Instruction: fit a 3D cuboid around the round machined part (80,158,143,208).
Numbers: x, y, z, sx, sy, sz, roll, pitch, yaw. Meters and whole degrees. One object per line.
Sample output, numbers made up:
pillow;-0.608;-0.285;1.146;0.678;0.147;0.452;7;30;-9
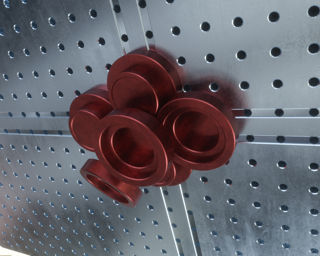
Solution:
round machined part;-0.067;0.075;0.466;0.098;0.042;0.098;26;154;14

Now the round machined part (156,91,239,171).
round machined part;0.047;0.000;0.375;0.098;0.042;0.097;13;124;21

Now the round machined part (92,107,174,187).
round machined part;-0.028;0.019;0.372;0.098;0.042;0.097;13;124;21

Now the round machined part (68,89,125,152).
round machined part;-0.091;-0.004;0.447;0.098;0.042;0.097;13;124;21

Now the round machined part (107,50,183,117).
round machined part;-0.025;-0.044;0.387;0.098;0.042;0.097;13;124;21

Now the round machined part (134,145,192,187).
round machined part;-0.003;0.042;0.428;0.098;0.042;0.097;13;124;21
